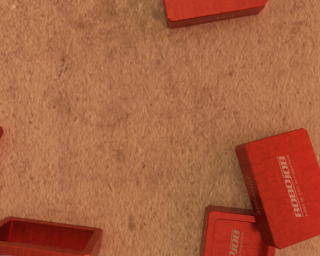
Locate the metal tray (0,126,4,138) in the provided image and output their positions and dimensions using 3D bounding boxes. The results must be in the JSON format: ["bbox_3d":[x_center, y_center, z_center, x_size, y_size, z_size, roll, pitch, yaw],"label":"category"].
[{"bbox_3d":[-0.277,0.041,0.403,0.090,0.030,0.129,24,90,-1],"label":"metal tray"}]

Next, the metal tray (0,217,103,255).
[{"bbox_3d":[-0.143,0.143,0.375,0.131,0.090,0.030,8,90,-1],"label":"metal tray"}]

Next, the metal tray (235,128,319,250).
[{"bbox_3d":[0.158,0.073,0.391,0.091,0.030,0.129,-13,83,-14],"label":"metal tray"}]

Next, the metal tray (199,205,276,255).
[{"bbox_3d":[0.099,0.174,0.408,0.091,0.030,0.129,7,90,-1],"label":"metal tray"}]

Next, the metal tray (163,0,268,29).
[{"bbox_3d":[0.067,-0.189,0.408,0.131,0.030,0.089,-10,90,-1],"label":"metal tray"}]
